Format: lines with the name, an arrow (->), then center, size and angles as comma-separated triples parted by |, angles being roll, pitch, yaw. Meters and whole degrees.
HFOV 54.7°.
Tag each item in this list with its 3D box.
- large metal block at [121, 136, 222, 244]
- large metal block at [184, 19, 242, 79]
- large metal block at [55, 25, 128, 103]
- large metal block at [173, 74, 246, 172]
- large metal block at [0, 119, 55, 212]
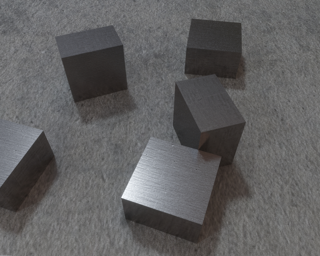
large metal block -> 0.014, 0.065, 0.333 | 0.080, 0.050, 0.080 | 16, 52, 12
large metal block -> 0.085, -0.128, 0.496 | 0.080, 0.050, 0.080 | 7, 50, 5
large metal block -> -0.095, -0.091, 0.443 | 0.081, 0.080, 0.050 | -17, 52, -14
large metal block -> 0.054, -0.005, 0.372 | 0.050, 0.080, 0.080 | -13, 51, -11
large metal block -> -0.183, 0.038, 0.353 | 0.080, 0.050, 0.080 | 15, 51, 11
